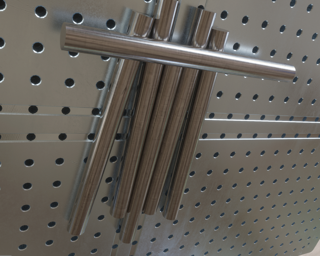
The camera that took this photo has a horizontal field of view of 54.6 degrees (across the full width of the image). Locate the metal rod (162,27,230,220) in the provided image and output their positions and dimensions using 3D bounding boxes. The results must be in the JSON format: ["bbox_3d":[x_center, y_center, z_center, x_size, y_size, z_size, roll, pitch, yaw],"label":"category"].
[{"bbox_3d":[0.044,0.011,0.442,0.025,0.025,0.298,-2,120,-27],"label":"metal rod"}]

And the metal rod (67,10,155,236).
[{"bbox_3d":[-0.067,0.011,0.379,0.025,0.025,0.298,7,115,-32],"label":"metal rod"}]

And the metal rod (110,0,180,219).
[{"bbox_3d":[-0.026,-0.007,0.392,0.025,0.025,0.298,1,118,-29],"label":"metal rod"}]

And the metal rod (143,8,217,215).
[{"bbox_3d":[0.018,-0.005,0.419,0.025,0.025,0.298,1,118,-29],"label":"metal rod"}]

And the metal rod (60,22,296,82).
[{"bbox_3d":[0.044,-0.079,0.353,0.302,0.025,0.025,2,118,-29],"label":"metal rod"}]

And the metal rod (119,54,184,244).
[{"bbox_3d":[-0.017,0.042,0.427,0.025,0.025,0.298,1,118,-29],"label":"metal rod"}]
